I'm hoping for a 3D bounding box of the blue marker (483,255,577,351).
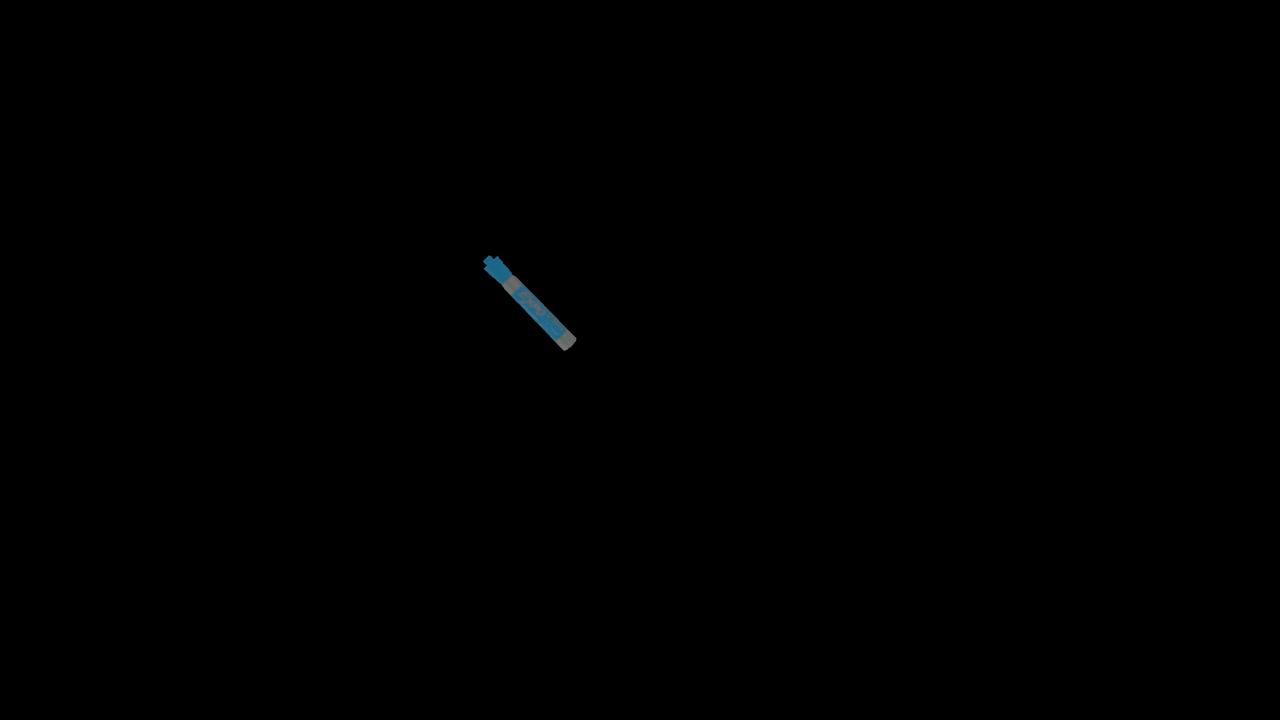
[{"bbox_3d":[-0.111,-0.058,0.621,0.121,0.020,0.020,47,-18,-18],"label":"blue marker"}]
